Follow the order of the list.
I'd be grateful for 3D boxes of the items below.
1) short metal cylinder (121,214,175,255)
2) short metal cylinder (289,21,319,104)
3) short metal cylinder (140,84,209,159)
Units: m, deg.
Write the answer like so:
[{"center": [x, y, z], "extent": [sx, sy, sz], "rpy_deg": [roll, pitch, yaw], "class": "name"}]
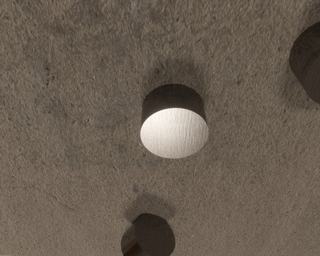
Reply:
[{"center": [-0.021, 0.199, 0.540], "extent": [0.080, 0.080, 0.050], "rpy_deg": [25, 126, -20], "class": "short metal cylinder"}, {"center": [0.189, -0.071, 0.334], "extent": [0.081, 0.050, 0.079], "rpy_deg": [0, 130, 0], "class": "short metal cylinder"}, {"center": [0.017, -0.008, 0.385], "extent": [0.081, 0.050, 0.079], "rpy_deg": [0, 130, 0], "class": "short metal cylinder"}]
